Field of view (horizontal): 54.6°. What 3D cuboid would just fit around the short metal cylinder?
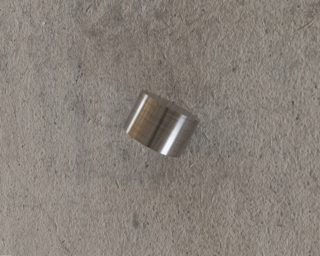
[{"bbox_3d":[0.002,-0.006,0.379,0.080,0.080,0.050,31,100,17],"label":"short metal cylinder"}]
